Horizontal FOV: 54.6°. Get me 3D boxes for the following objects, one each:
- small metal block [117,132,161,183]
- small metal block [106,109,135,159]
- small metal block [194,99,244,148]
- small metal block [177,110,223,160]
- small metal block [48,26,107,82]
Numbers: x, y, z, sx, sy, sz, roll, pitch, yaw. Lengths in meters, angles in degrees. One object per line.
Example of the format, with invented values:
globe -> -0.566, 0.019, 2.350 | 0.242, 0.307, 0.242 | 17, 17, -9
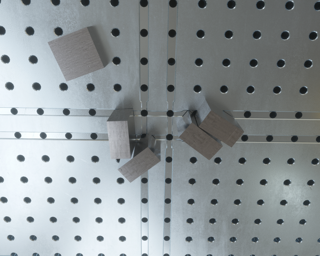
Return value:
small metal block -> -0.027, 0.038, 0.414 | 0.050, 0.050, 0.025 | -37, 106, 12
small metal block -> -0.049, 0.006, 0.401 | 0.025, 0.050, 0.050 | -2, 110, 4
small metal block -> 0.074, -0.007, 0.398 | 0.050, 0.050, 0.025 | 32, 107, -11
small metal block -> 0.050, 0.008, 0.403 | 0.050, 0.050, 0.025 | 37, 106, -13
small metal block -> -0.099, -0.091, 0.379 | 0.050, 0.025, 0.050 | -19, 109, 7
